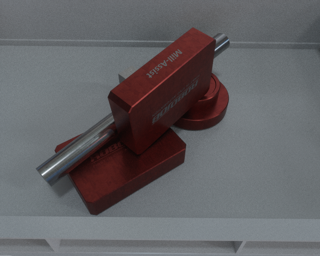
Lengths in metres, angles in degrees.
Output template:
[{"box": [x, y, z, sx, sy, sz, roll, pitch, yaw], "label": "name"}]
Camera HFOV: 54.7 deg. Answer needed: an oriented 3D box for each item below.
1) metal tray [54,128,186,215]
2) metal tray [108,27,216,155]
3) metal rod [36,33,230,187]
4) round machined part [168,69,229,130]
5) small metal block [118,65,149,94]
[{"box": [-0.046, 0.032, 0.373, 0.131, 0.030, 0.090, -28, 56, -22], "label": "metal tray"}, {"box": [0.007, -0.040, 0.346, 0.030, 0.090, 0.131, 37, 65, 23], "label": "metal tray"}, {"box": [-0.016, -0.037, 0.383, 0.025, 0.025, 0.301, 37, 63, 26], "label": "metal rod"}, {"box": [0.047, -0.048, 0.432, 0.099, 0.042, 0.098, 0, 50, 0], "label": "round machined part"}, {"box": [-0.030, -0.050, 0.429, 0.025, 0.050, 0.050, -37, 60, -27], "label": "small metal block"}]
